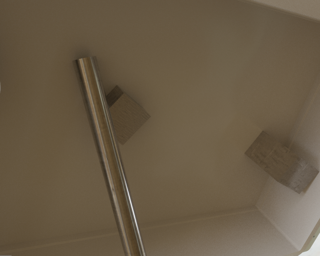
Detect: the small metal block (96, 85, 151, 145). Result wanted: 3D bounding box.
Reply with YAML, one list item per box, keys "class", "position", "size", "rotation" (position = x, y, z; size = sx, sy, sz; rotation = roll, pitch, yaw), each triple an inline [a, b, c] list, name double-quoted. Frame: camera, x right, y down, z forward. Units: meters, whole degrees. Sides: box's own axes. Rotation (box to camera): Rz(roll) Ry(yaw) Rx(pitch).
- class: "small metal block"
  position: [-0.048, -0.015, 0.374]
  size: [0.050, 0.025, 0.050]
  rotation: [-46, 130, 4]

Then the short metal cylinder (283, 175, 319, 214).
- class: "short metal cylinder"
  position: [0.308, 0.133, 0.650]
  size: [0.081, 0.050, 0.079]
  rotation: [-14, 125, -21]

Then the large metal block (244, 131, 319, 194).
- class: "large metal block"
  position: [0.205, 0.058, 0.524]
  size: [0.080, 0.080, 0.050]
  rotation: [28, 103, -38]

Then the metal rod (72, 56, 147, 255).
- class: "metal rod"
  position: [-0.047, 0.070, 0.354]
  size: [0.025, 0.025, 0.298]
  rotation: [-17, 102, -19]
